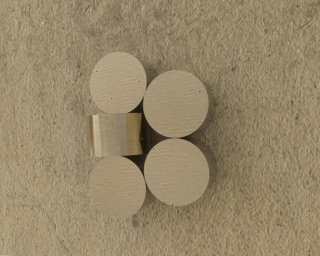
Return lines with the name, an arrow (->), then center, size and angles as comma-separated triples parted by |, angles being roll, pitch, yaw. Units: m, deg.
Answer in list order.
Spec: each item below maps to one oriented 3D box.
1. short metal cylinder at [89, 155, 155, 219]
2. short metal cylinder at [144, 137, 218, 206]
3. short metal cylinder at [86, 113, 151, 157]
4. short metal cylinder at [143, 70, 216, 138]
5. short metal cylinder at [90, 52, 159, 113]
short metal cylinder -> -0.046, 0.074, 0.413 | 0.080, 0.050, 0.080 | 0, 90, 21
short metal cylinder -> 0.027, 0.052, 0.387 | 0.080, 0.050, 0.080 | 0, 91, 21
short metal cylinder -> -0.053, 0.008, 0.400 | 0.080, 0.080, 0.050 | -3, 89, 20
short metal cylinder -> 0.026, -0.028, 0.387 | 0.080, 0.050, 0.080 | 0, 91, 20
short metal cylinder -> -0.045, -0.056, 0.413 | 0.080, 0.050, 0.080 | 0, 90, 21
